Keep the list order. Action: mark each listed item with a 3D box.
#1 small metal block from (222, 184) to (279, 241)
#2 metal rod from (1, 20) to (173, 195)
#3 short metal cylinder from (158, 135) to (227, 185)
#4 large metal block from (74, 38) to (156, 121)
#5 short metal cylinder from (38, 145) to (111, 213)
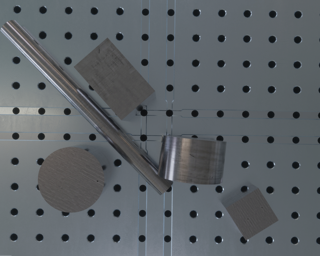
[{"bbox_3d":[0.120,0.112,0.415,0.050,0.025,0.050,-32,90,0],"label":"small metal block"},{"bbox_3d":[-0.096,-0.027,0.412,0.025,0.025,0.300,-44,90,0],"label":"metal rod"},{"bbox_3d":[0.040,0.038,0.386,0.081,0.080,0.050,6,90,0],"label":"short metal cylinder"},{"bbox_3d":[-0.051,-0.055,0.385,0.050,0.080,0.080,-42,90,0],"label":"large metal block"},{"bbox_3d":[-0.108,0.063,0.400,0.081,0.050,0.079,0,90,0],"label":"short metal cylinder"}]
